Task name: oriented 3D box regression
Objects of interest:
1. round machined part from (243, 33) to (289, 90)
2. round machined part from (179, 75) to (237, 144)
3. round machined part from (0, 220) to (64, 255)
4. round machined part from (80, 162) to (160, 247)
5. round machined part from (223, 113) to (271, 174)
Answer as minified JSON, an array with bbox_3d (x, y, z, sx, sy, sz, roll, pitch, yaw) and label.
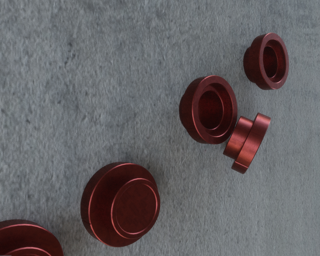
[{"bbox_3d":[0.186,-0.116,0.553,0.099,0.042,0.097,0,90,-40],"label":"round machined part"},{"bbox_3d":[0.066,-0.026,0.452,0.099,0.042,0.097,0,90,-40],"label":"round machined part"},{"bbox_3d":[-0.134,0.138,0.283,0.099,0.042,0.097,0,90,-40],"label":"round machined part"},{"bbox_3d":[-0.039,0.090,0.363,0.099,0.042,0.097,0,90,-40],"label":"round machined part"},{"bbox_3d":[0.132,0.020,0.486,0.098,0.042,0.098,-58,165,-24],"label":"round machined part"}]
